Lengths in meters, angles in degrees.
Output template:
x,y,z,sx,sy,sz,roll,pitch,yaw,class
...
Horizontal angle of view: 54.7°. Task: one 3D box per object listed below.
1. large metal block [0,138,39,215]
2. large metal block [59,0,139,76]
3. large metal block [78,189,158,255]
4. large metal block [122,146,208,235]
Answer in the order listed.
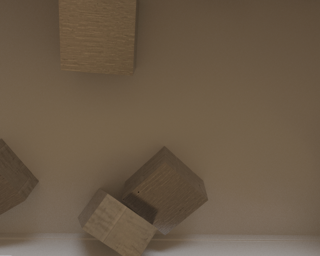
x,y,z,sx,sy,sz,roll,pitch,yaw,class
-0.232,0.074,0.423,0.080,0.050,0.080,-30,108,10,large metal block
-0.068,-0.108,0.358,0.081,0.050,0.079,4,110,-2,large metal block
-0.060,0.129,0.420,0.080,0.080,0.050,38,74,-11,large metal block
0.007,0.086,0.430,0.080,0.050,0.080,43,104,-14,large metal block
